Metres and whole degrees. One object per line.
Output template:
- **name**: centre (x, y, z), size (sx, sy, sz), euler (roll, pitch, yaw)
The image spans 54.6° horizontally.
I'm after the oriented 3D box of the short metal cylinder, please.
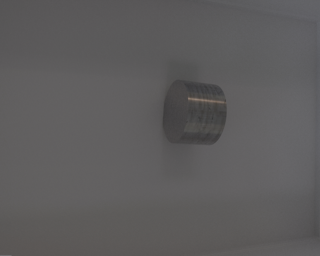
- **short metal cylinder**: centre (0.042, -0.019, 0.396), size (0.050, 0.080, 0.080), euler (4, 89, -20)
